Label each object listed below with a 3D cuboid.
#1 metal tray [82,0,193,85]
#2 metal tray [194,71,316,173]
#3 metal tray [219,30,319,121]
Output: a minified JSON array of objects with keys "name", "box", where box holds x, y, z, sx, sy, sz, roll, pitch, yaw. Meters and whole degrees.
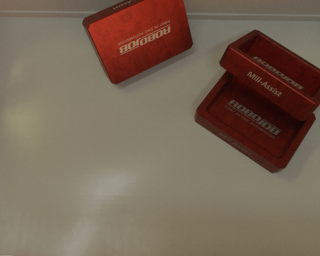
[{"name":"metal tray","box":[-0.026,-0.127,0.420,0.131,0.090,0.030,-28,40,-10]},{"name":"metal tray","box":[0.124,-0.013,0.412,0.130,0.030,0.090,35,74,12]},{"name":"metal tray","box":[0.156,-0.075,0.411,0.130,0.030,0.091,39,47,15]}]
